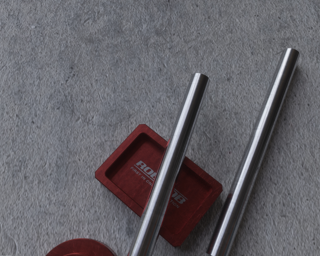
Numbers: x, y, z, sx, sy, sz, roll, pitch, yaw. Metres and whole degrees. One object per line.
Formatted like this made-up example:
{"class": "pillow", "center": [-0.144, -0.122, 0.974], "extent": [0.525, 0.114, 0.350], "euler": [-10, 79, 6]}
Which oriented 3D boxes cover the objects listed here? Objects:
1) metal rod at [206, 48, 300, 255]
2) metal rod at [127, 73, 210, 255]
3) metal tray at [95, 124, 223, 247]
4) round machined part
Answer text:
{"class": "metal rod", "center": [0.127, 0.021, 0.401], "extent": [0.025, 0.025, 0.300], "euler": [24, 71, 8]}
{"class": "metal rod", "center": [0.003, 0.069, 0.350], "extent": [0.025, 0.025, 0.300], "euler": [18, 71, 6]}
{"class": "metal tray", "center": [-0.002, 0.068, 0.380], "extent": [0.130, 0.030, 0.090], "euler": [38, 74, 12]}
{"class": "round machined part", "center": [-0.090, 0.171, 0.336], "extent": [0.099, 0.042, 0.098], "euler": [0, 70, 0]}
